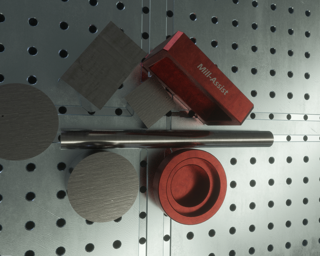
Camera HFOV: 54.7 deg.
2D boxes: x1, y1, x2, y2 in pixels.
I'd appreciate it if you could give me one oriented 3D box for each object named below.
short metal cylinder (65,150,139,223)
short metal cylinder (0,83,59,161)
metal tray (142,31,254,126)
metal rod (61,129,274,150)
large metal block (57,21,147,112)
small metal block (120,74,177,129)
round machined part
[{"bbox_3d":[-0.071,0.066,0.373,0.081,0.050,0.080,0,90,-20],"label":"short metal cylinder"},{"bbox_3d":[-0.155,-0.006,0.341,0.081,0.050,0.080,0,90,-20],"label":"short metal cylinder"},{"bbox_3d":[0.045,-0.056,0.394,0.130,0.090,0.030,42,77,-15],"label":"metal tray"},{"bbox_3d":[0.024,0.015,0.421,0.302,0.025,0.025,1,90,-20],"label":"metal rod"},{"bbox_3d":[-0.070,-0.066,0.357,0.050,0.080,0.080,41,77,-16],"label":"large metal block"},{"bbox_3d":[-0.016,-0.034,0.407,0.050,0.025,0.050,-41,103,-15],"label":"small metal block"},{"bbox_3d":[0.037,0.076,0.417,0.099,0.042,0.097,0,90,-20],"label":"round machined part"}]
